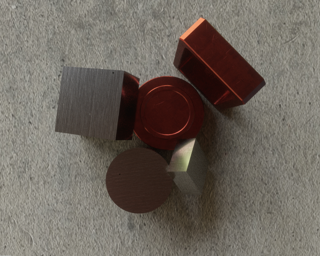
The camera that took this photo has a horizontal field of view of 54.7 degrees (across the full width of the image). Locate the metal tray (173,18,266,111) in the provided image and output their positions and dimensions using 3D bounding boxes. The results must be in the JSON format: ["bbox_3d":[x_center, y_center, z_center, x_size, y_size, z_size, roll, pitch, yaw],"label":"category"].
[{"bbox_3d":[0.060,-0.065,0.358,0.030,0.130,0.090,-44,91,0],"label":"metal tray"}]

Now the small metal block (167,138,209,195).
[{"bbox_3d":[0.037,0.049,0.388,0.025,0.050,0.050,-6,135,30],"label":"small metal block"}]

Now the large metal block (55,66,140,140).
[{"bbox_3d":[-0.076,-0.030,0.385,0.080,0.050,0.079,7,90,16],"label":"large metal block"}]

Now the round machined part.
[{"bbox_3d":[0.009,-0.020,0.404,0.099,0.042,0.097,0,90,-1],"label":"round machined part"}]

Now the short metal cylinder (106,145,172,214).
[{"bbox_3d":[-0.025,0.063,0.399,0.081,0.050,0.079,0,90,-1],"label":"short metal cylinder"}]
